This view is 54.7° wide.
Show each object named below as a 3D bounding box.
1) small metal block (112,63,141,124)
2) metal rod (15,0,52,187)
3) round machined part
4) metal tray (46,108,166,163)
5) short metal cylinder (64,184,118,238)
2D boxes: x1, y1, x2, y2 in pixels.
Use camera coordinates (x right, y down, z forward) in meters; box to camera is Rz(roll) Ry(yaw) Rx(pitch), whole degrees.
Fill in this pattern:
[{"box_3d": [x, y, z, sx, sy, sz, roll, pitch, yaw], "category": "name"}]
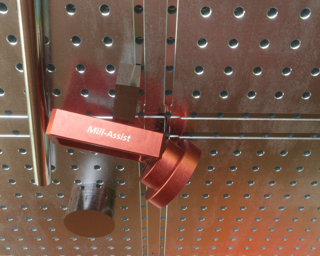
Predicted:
[{"box_3d": [-0.038, -0.040, 0.359, 0.025, 0.050, 0.050, 7, 127, -7], "category": "small metal block"}, {"box_3d": [-0.151, -0.031, 0.382, 0.025, 0.025, 0.298, 8, 130, -7], "category": "metal rod"}, {"box_3d": [0.008, 0.054, 0.413, 0.042, 0.098, 0.097, 36, 123, -6], "category": "round machined part"}, {"box_3d": [-0.067, 0.014, 0.386, 0.131, 0.030, 0.090, 14, 167, -12], "category": "metal tray"}, {"box_3d": [-0.112, 0.137, 0.510, 0.081, 0.050, 0.079, 0, 130, 0], "category": "short metal cylinder"}]
